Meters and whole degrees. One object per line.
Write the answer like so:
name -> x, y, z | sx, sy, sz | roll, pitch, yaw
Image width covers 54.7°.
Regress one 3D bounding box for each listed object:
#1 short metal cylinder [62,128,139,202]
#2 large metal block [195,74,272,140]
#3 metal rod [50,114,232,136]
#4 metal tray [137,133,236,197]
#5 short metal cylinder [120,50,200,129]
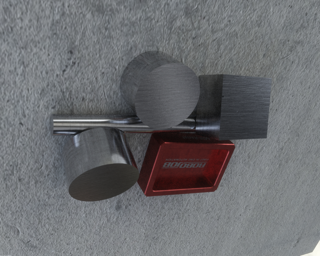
short metal cylinder -> -0.070, 0.044, 0.365 | 0.081, 0.050, 0.080 | -15, 145, -11
large metal block -> 0.097, -0.028, 0.412 | 0.081, 0.050, 0.079 | -1, 98, -28
metal rod -> 0.014, -0.006, 0.414 | 0.303, 0.025, 0.025 | -1, 119, -28
metal tray -> 0.040, 0.054, 0.459 | 0.131, 0.030, 0.089 | 3, 117, -30
short metal cylinder -> -0.001, -0.045, 0.364 | 0.081, 0.050, 0.079 | -14, 124, -21
